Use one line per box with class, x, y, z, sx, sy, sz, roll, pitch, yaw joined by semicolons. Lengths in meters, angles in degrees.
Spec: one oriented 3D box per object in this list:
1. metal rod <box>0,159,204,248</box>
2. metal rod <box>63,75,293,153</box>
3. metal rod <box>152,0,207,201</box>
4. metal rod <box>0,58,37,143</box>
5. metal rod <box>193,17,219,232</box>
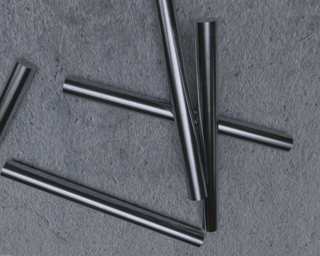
metal rod;-0.076;0.113;0.450;0.302;0.025;0.025;23;109;-9
metal rod;0.028;-0.016;0.403;0.302;0.025;0.025;14;110;-6
metal rod;0.021;-0.055;0.368;0.025;0.025;0.298;-10;102;3
metal rod;-0.243;0.040;0.422;0.025;0.025;0.299;30;107;-11
metal rod;0.061;0.018;0.391;0.025;0.025;0.298;-5;120;2
